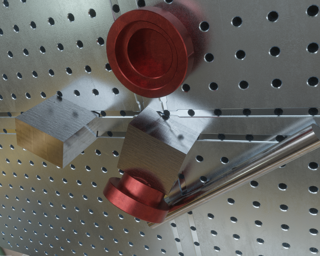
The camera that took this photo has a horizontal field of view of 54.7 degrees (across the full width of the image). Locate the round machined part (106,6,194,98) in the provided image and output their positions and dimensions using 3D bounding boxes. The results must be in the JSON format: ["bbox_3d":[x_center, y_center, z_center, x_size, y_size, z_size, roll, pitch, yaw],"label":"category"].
[{"bbox_3d":[-0.008,-0.087,0.351,0.098,0.042,0.097,13,124,21],"label":"round machined part"}]

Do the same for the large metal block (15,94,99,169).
[{"bbox_3d":[-0.149,0.002,0.456,0.080,0.080,0.050,25,127,13],"label":"large metal block"}]

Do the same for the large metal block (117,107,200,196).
[{"bbox_3d":[-0.004,0.031,0.416,0.080,0.050,0.079,28,128,10],"label":"large metal block"}]

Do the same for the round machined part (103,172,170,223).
[{"bbox_3d":[-0.029,0.094,0.451,0.098,0.098,0.042,27,90,11],"label":"round machined part"}]

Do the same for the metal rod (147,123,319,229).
[{"bbox_3d":[0.078,0.080,0.419,0.025,0.025,0.299,47,129,-5],"label":"metal rod"}]
